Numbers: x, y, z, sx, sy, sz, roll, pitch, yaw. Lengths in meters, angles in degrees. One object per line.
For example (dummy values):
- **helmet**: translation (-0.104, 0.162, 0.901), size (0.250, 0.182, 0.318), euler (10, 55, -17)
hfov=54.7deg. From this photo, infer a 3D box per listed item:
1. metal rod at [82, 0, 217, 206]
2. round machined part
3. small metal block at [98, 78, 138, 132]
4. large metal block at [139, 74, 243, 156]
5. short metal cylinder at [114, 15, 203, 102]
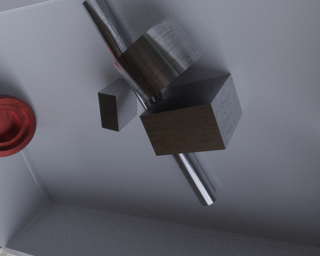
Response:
- **metal rod**: translation (-0.005, -0.024, 0.395), size (0.025, 0.025, 0.299), euler (-20, 108, 35)
- **round machined part**: translation (-0.255, -0.006, 0.493), size (0.042, 0.099, 0.097), euler (23, 130, 40)
- **small metal block**: translation (-0.053, -0.031, 0.400), size (0.025, 0.050, 0.050), euler (13, 124, 21)
- **large metal block**: translation (0.038, -0.015, 0.343), size (0.080, 0.080, 0.050), euler (-8, 114, 31)
- **short metal cylinder**: translation (-0.002, -0.072, 0.328), size (0.080, 0.080, 0.050), euler (-34, 99, 38)
